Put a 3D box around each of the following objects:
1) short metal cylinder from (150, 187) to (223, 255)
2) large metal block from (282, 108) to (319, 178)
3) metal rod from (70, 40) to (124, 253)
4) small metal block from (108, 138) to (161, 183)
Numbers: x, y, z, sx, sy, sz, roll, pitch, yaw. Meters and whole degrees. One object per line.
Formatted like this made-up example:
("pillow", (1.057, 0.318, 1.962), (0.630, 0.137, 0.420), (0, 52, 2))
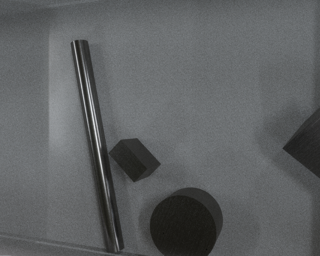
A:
("short metal cylinder", (0.034, 0.118, 0.385), (0.080, 0.050, 0.079), (0, 90, 19))
("large metal block", (0.187, 0.014, 0.309), (0.080, 0.080, 0.050), (42, 63, 15))
("metal rod", (-0.090, 0.023, 0.440), (0.025, 0.025, 0.298), (-12, 86, 19))
("small metal block", (-0.032, 0.041, 0.408), (0.050, 0.050, 0.025), (46, 104, 14))
